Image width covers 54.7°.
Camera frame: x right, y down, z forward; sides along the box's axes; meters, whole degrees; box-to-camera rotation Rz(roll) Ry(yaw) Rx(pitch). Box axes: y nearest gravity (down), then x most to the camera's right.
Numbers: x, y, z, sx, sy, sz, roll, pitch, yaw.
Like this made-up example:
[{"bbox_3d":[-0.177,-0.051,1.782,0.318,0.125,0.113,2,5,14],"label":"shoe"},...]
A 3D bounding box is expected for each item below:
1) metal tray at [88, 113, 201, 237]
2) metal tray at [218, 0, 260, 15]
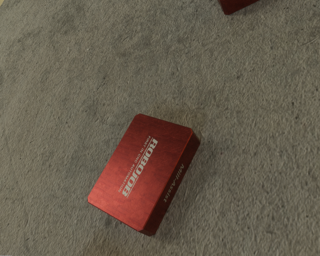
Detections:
[{"bbox_3d":[-0.019,0.052,0.379,0.090,0.030,0.130,17,71,34],"label":"metal tray"},{"bbox_3d":[0.123,-0.244,0.485,0.090,0.030,0.130,-22,53,14],"label":"metal tray"}]
